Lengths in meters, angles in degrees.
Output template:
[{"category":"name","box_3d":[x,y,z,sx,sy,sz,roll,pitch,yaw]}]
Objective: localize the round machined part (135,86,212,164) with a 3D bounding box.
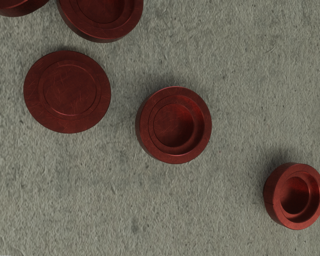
[{"category":"round machined part","box_3d":[0.015,-0.004,0.405,0.099,0.042,0.097,0,90,-20]}]

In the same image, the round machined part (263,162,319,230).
[{"category":"round machined part","box_3d":[0.198,0.101,0.473,0.099,0.042,0.097,0,90,-20]}]

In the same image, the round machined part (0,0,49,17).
[{"category":"round machined part","box_3d":[-0.151,-0.165,0.329,0.098,0.042,0.097,-1,86,9]}]

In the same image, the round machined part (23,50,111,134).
[{"category":"round machined part","box_3d":[-0.106,-0.042,0.361,0.099,0.042,0.097,0,90,-20]}]

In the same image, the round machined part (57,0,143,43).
[{"category":"round machined part","box_3d":[-0.073,-0.150,0.371,0.099,0.042,0.097,0,91,-23]}]
